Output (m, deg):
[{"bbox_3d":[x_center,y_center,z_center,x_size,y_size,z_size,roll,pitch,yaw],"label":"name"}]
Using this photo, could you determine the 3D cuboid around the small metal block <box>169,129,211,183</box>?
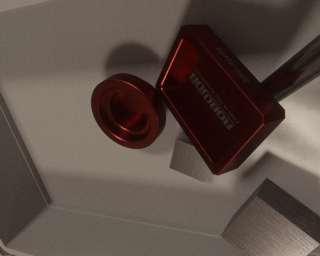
[{"bbox_3d":[0.044,0.037,0.407,0.050,0.025,0.050,22,127,15],"label":"small metal block"}]

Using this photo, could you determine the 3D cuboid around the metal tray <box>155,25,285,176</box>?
[{"bbox_3d":[0.051,-0.030,0.312,0.130,0.030,0.089,58,142,27],"label":"metal tray"}]

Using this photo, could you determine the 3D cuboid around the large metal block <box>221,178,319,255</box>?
[{"bbox_3d":[0.137,0.123,0.382,0.080,0.050,0.079,38,122,15],"label":"large metal block"}]

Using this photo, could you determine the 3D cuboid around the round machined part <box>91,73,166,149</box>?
[{"bbox_3d":[-0.036,-0.025,0.397,0.098,0.042,0.097,16,127,22],"label":"round machined part"}]

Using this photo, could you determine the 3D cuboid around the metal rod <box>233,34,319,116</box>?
[{"bbox_3d":[0.122,-0.057,0.222,0.025,0.025,0.299,40,157,1],"label":"metal rod"}]
